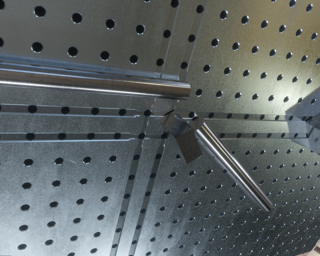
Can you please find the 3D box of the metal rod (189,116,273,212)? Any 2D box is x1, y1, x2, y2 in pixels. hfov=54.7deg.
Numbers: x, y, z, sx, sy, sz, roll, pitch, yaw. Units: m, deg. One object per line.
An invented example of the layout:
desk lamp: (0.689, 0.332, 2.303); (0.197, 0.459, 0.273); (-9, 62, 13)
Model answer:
metal rod: (0.133, 0.075, 0.529); (0.025, 0.025, 0.300); (-44, 129, 2)

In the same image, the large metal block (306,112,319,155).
large metal block: (0.326, 0.005, 0.576); (0.080, 0.050, 0.080); (-35, 129, -5)

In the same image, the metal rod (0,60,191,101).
metal rod: (-0.100, -0.051, 0.324); (0.303, 0.025, 0.025); (1, 118, -29)

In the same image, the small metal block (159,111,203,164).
small metal block: (0.028, 0.012, 0.418); (0.025, 0.050, 0.050); (-32, 129, -8)
